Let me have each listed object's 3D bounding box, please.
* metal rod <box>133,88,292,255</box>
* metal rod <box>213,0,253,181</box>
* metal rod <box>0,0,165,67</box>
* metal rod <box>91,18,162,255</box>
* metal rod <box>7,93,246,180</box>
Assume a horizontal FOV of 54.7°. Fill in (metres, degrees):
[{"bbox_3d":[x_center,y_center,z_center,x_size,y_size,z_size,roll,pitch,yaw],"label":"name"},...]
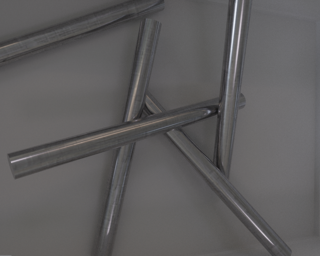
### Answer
[{"bbox_3d":[0.067,0.061,0.409,0.025,0.025,0.300,-43,94,-15],"label":"metal rod"},{"bbox_3d":[0.086,-0.048,0.379,0.025,0.025,0.298,-9,117,-20],"label":"metal rod"},{"bbox_3d":[-0.129,-0.105,0.362,0.302,0.025,0.025,-26,99,-18],"label":"metal rod"},{"bbox_3d":[-0.042,0.019,0.376,0.025,0.025,0.298,11,93,-20],"label":"metal rod"},{"bbox_3d":[-0.012,-0.002,0.361,0.302,0.025,0.025,-17,96,-31],"label":"metal rod"}]
